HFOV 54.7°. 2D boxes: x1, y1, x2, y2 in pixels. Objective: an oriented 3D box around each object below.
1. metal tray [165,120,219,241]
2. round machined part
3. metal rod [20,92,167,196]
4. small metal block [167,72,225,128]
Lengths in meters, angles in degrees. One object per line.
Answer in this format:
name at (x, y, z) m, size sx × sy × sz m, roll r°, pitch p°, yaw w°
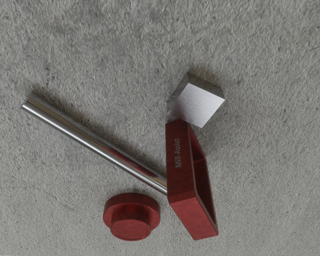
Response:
metal tray at (0.038, 0.060, 0.390) m, size 0.030 × 0.130 × 0.090 m, roll -18°, pitch 128°, yaw 14°
round machined part at (-0.048, 0.158, 0.530) m, size 0.099 × 0.042 × 0.097 m, roll -1°, pitch 130°, yaw 0°
metal rod at (-0.054, 0.045, 0.444) m, size 0.301 × 0.025 × 0.025 m, roll 36°, pitch 121°, yaw -27°
small metal block at (0.043, -0.033, 0.380) m, size 0.050 × 0.025 × 0.050 m, roll 22°, pitch 127°, yaw -18°
